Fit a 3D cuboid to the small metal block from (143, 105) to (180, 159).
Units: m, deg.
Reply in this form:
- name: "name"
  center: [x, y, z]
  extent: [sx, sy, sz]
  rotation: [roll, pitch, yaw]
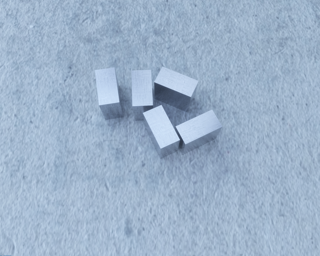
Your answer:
- name: "small metal block"
  center: [0.001, 0.006, 0.393]
  extent: [0.025, 0.050, 0.050]
  rotation: [-24, 72, -9]

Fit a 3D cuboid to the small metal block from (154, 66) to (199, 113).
- name: "small metal block"
  center: [0.021, -0.050, 0.414]
  extent: [0.050, 0.050, 0.025]
  rotation: [23, 72, 8]

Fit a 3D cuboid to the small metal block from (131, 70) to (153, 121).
- name: "small metal block"
  center: [-0.023, -0.042, 0.410]
  extent: [0.025, 0.050, 0.050]
  rotation: [-3, 70, -1]

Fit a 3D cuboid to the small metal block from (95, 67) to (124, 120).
- name: "small metal block"
  center: [-0.066, -0.044, 0.410]
  extent: [0.025, 0.050, 0.050]
  rotation: [-9, 71, -4]

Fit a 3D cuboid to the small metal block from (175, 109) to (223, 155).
- name: "small metal block"
  center: [0.047, 0.007, 0.393]
  extent: [0.050, 0.050, 0.025]
  rotation: [-25, 72, -9]
